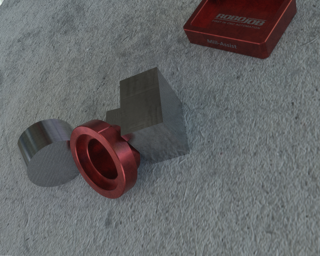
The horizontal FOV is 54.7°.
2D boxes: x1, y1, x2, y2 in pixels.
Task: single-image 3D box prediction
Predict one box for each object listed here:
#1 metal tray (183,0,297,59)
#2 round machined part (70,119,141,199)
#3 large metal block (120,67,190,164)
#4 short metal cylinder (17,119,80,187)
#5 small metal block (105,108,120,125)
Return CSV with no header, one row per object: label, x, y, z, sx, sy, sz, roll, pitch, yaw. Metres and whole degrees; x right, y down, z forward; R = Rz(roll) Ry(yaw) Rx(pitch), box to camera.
metal tray,0.109,-0.153,0.436,0.130,0.030,0.090,25,75,36
round machined part,-0.063,0.034,0.382,0.098,0.097,0.042,20,35,35
large metal block,-0.006,-0.013,0.380,0.050,0.080,0.080,-18,55,18
short metal cylinder,-0.146,0.034,0.424,0.080,0.080,0.050,-42,51,-1
small metal block,-0.049,-0.002,0.431,0.050,0.025,0.050,-12,57,21
